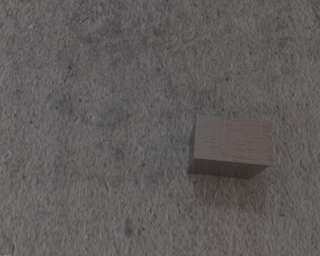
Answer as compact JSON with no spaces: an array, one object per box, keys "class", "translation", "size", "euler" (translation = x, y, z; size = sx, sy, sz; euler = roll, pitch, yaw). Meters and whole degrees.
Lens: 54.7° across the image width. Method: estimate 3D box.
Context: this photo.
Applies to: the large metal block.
[{"class":"large metal block","translation":[0.078,0.026,0.371],"size":[0.080,0.080,0.050],"euler":[5,70,2]}]
